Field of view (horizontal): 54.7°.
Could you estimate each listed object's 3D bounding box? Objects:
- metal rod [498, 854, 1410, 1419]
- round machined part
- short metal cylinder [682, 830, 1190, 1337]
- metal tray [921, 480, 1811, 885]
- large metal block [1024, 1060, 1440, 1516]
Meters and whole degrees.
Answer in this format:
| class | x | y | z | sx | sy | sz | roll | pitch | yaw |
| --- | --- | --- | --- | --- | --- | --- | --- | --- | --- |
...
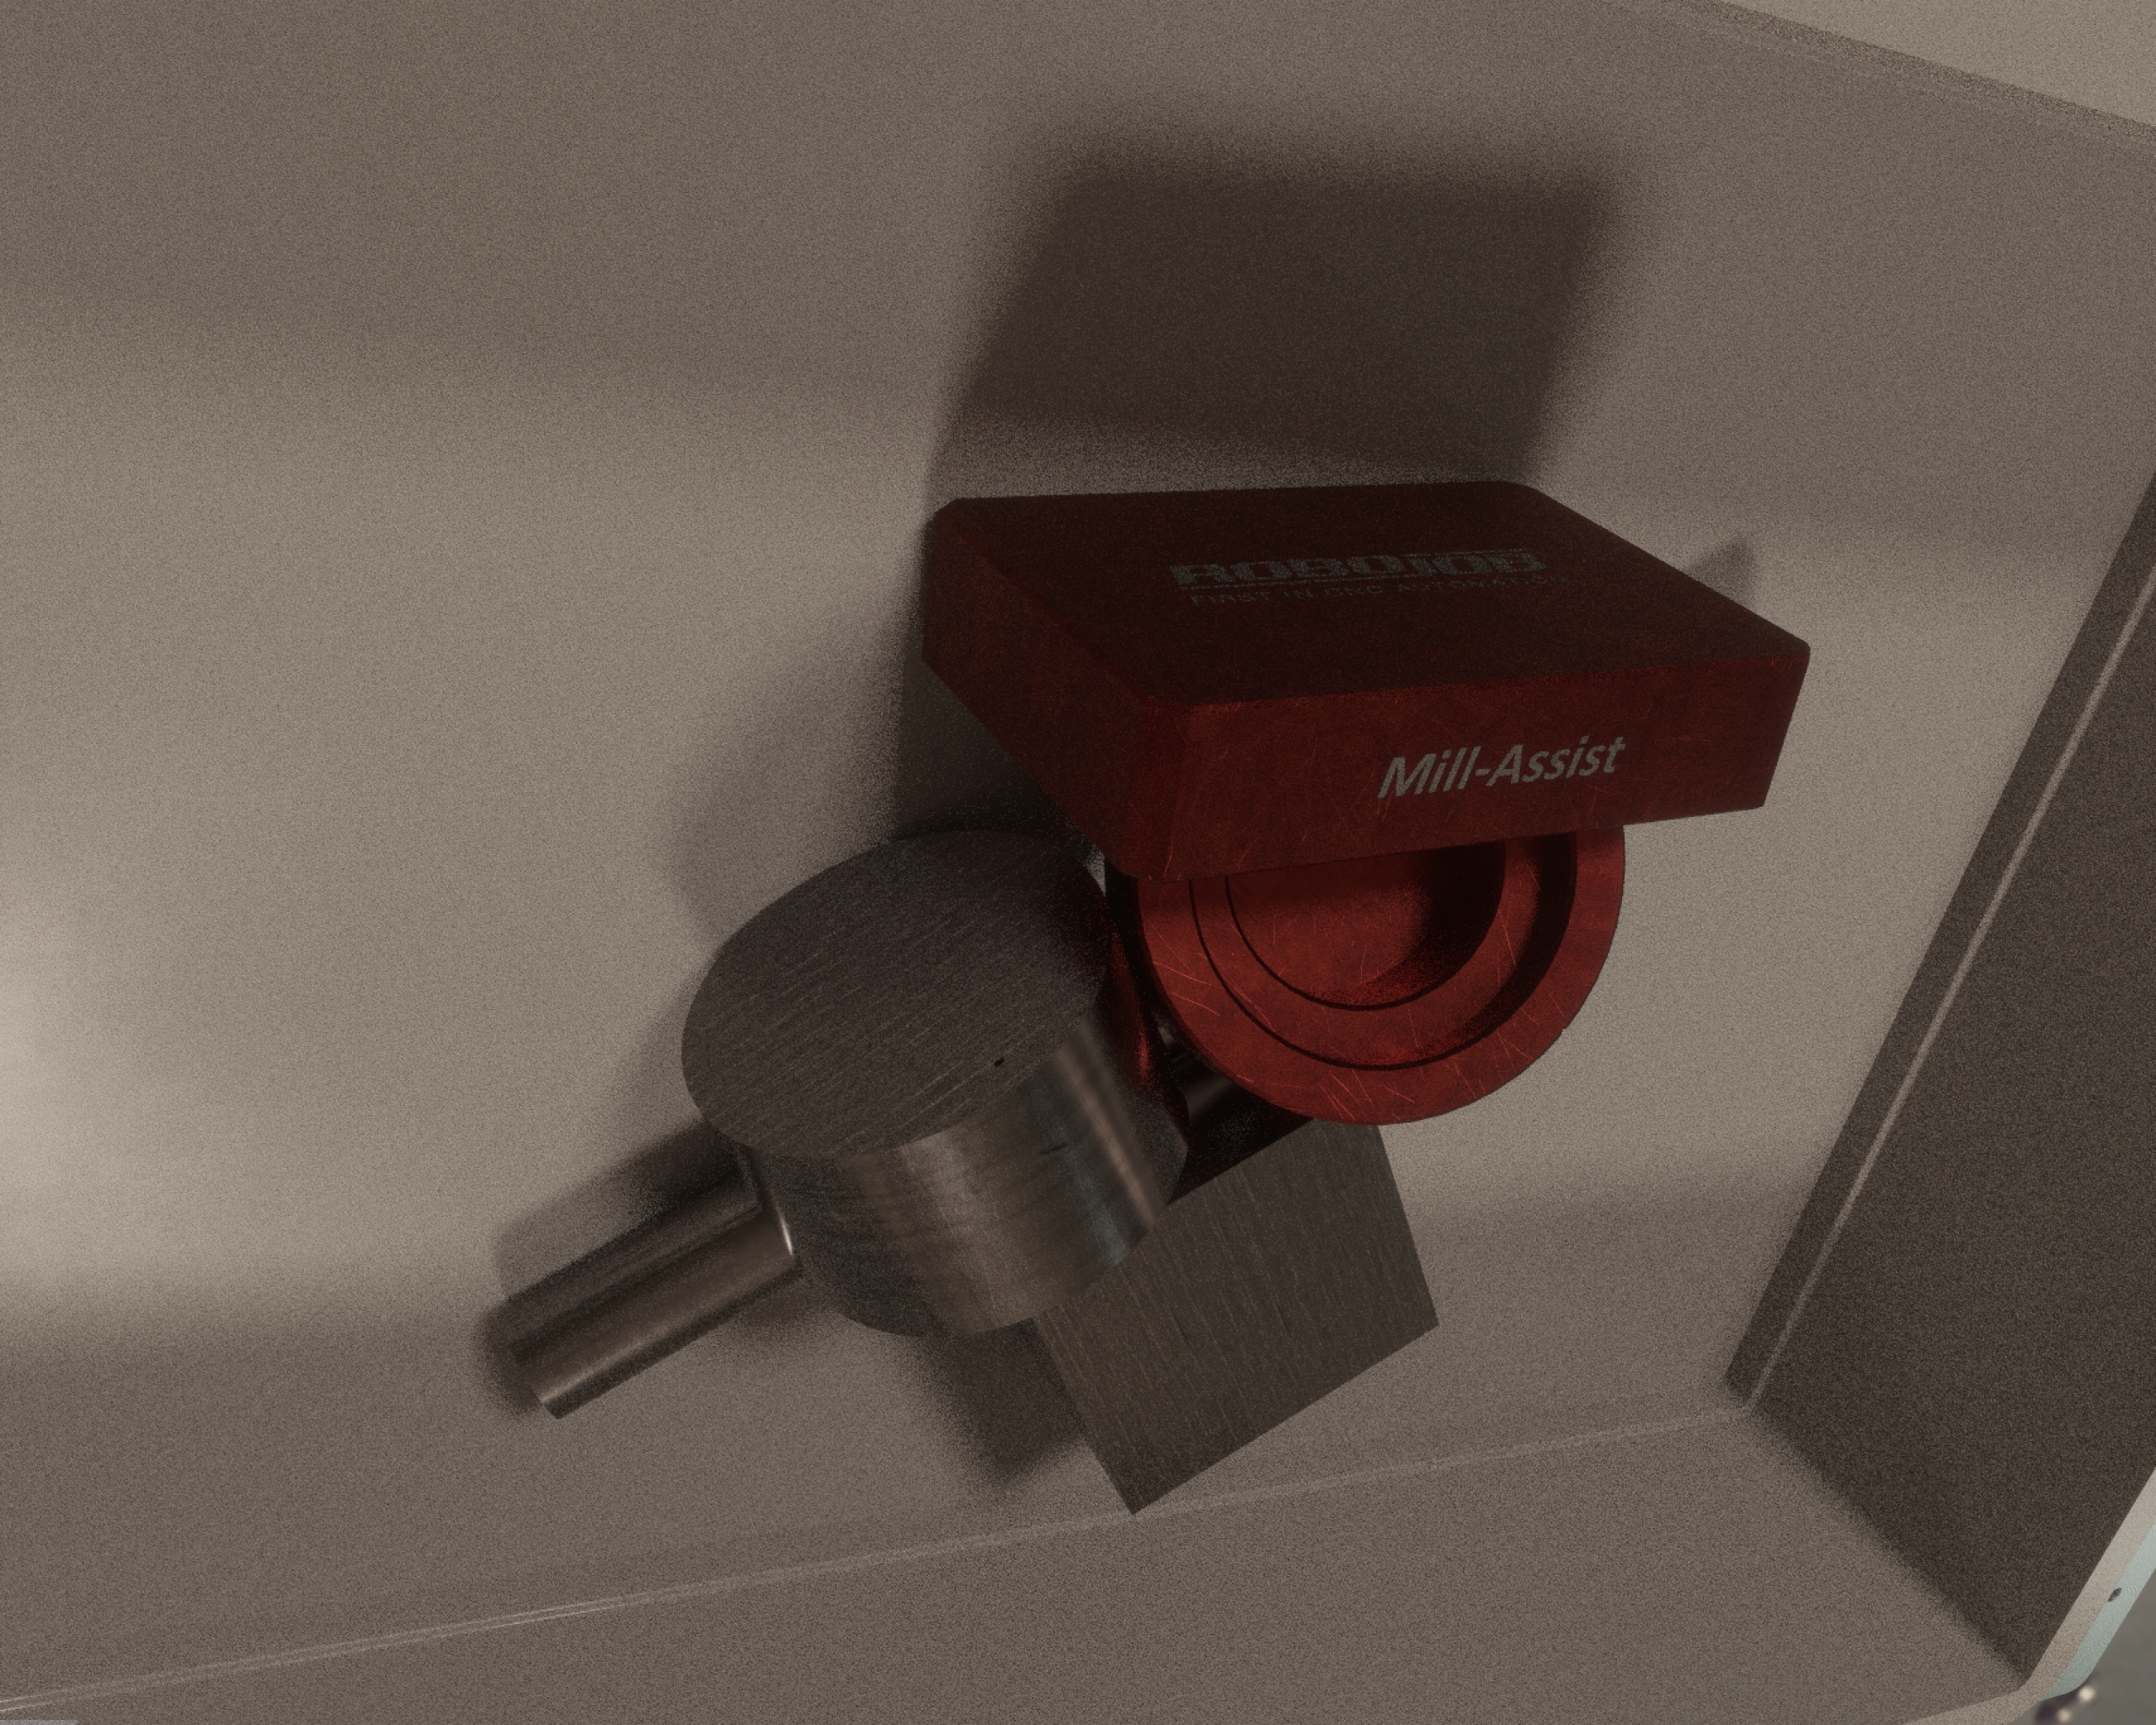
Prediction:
| class | x | y | z | sx | sy | sz | roll | pitch | yaw |
| --- | --- | --- | --- | --- | --- | --- | --- | --- | --- |
| metal rod | 0.022 | 0.027 | 0.437 | 0.302 | 0.025 | 0.025 | -29 | 129 | -10 |
| round machined part | 0.053 | 0.000 | 0.408 | 0.099 | 0.042 | 0.097 | -1 | 93 | -14 |
| short metal cylinder | -0.025 | 0.039 | 0.383 | 0.080 | 0.080 | 0.050 | -30 | 129 | -10 |
| metal tray | 0.049 | -0.037 | 0.369 | 0.131 | 0.090 | 0.030 | -7 | 122 | -26 |
| large metal block | 0.024 | 0.082 | 0.454 | 0.080 | 0.050 | 0.080 | -29 | 129 | -10 |
